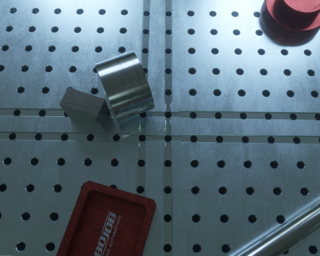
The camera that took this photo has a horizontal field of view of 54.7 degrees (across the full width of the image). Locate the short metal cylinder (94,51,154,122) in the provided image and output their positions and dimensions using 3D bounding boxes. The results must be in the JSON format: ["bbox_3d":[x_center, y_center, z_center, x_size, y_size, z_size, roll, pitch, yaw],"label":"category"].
[{"bbox_3d":[-0.046,-0.053,0.401,0.050,0.080,0.080,-22,72,-8],"label":"short metal cylinder"}]

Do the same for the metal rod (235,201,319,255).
[{"bbox_3d":[0.094,0.158,0.355,0.302,0.025,0.025,-28,73,-10],"label":"metal rod"}]

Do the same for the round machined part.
[{"bbox_3d":[0.212,-0.190,0.475,0.099,0.042,0.098,0,70,-1],"label":"round machined part"}]

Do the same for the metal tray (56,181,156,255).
[{"bbox_3d":[-0.065,0.136,0.358,0.090,0.030,0.130,15,71,5],"label":"metal tray"}]

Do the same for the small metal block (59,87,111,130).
[{"bbox_3d":[-0.096,-0.024,0.406,0.050,0.050,0.025,18,71,6],"label":"small metal block"}]
